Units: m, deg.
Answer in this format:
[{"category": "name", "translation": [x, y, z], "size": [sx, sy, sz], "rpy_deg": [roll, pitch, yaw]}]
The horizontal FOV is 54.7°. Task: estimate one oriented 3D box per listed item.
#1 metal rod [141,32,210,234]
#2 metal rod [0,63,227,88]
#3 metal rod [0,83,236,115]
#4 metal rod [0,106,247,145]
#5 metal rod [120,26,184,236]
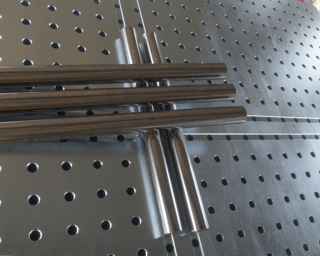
[{"category": "metal rod", "translation": [0.014, -0.011, 0.424], "size": [0.025, 0.025, 0.299], "rpy_deg": [1, 61, -28]}, {"category": "metal rod", "translation": [-0.047, -0.070, 0.400], "size": [0.303, 0.025, 0.025], "rpy_deg": [-6, 65, -22]}, {"category": "metal rod", "translation": [-0.038, -0.038, 0.386], "size": [0.303, 0.025, 0.025], "rpy_deg": [-5, 64, -22]}, {"category": "metal rod", "translation": [-0.029, -0.007, 0.371], "size": [0.303, 0.025, 0.025], "rpy_deg": [-5, 64, -21]}, {"category": "metal rod", "translation": [-0.017, -0.014, 0.409], "size": [0.025, 0.025, 0.299], "rpy_deg": [1, 61, -28]}]
